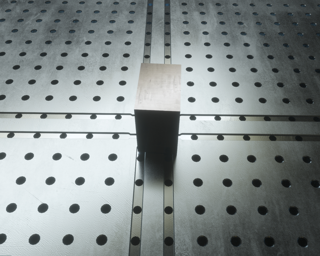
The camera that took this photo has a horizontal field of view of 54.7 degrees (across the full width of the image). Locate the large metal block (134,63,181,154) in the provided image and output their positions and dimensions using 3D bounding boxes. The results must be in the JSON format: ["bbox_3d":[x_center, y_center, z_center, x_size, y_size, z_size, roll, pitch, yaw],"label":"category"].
[{"bbox_3d":[-0.001,-0.024,0.391,0.050,0.080,0.080,3,50,2],"label":"large metal block"}]
